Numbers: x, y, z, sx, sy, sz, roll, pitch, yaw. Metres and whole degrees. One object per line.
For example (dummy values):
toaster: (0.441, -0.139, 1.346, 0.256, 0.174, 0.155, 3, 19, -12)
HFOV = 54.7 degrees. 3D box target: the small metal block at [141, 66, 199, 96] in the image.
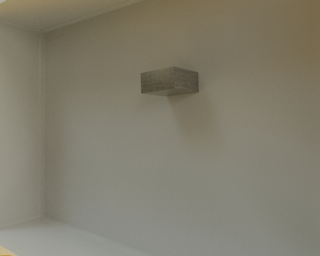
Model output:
small metal block: (0.012, -0.055, 0.379, 0.050, 0.050, 0.025, -3, 88, 39)
